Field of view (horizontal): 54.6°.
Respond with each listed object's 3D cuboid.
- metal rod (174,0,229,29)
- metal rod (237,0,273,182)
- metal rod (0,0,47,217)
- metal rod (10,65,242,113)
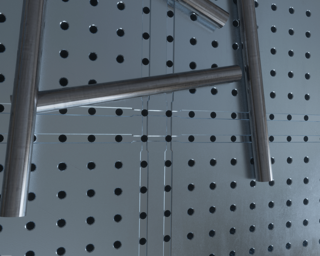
[{"bbox_3d":[-0.038,-0.215,0.397,0.301,0.025,0.025,25,82,-18],"label":"metal rod"},{"bbox_3d":[0.141,-0.069,0.463,0.025,0.025,0.298,-8,93,-20],"label":"metal rod"},{"bbox_3d":[-0.143,-0.059,0.336,0.025,0.025,0.299,5,80,-20],"label":"metal rod"},{"bbox_3d":[-0.027,-0.052,0.402,0.302,0.025,0.025,-11,94,-20],"label":"metal rod"}]
